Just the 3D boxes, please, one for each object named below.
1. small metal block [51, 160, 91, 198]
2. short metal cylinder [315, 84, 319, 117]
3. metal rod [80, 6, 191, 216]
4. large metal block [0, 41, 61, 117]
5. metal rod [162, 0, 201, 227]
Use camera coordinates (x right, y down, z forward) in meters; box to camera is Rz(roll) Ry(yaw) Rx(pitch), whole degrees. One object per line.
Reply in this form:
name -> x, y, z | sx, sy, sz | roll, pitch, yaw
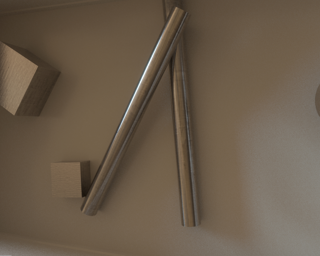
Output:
small metal block -> -0.131, 0.074, 0.455 | 0.050, 0.025, 0.050 | -4, 89, 19
short metal cylinder -> 0.210, -0.032, 0.324 | 0.080, 0.050, 0.079 | 0, 90, 19
metal rod -> -0.038, -0.011, 0.407 | 0.025, 0.025, 0.298 | 31, 106, 17
large metal block -> -0.212, -0.073, 0.470 | 0.080, 0.050, 0.080 | 33, 100, 16
metal rod -> 0.027, -0.026, 0.400 | 0.025, 0.025, 0.298 | -5, 88, 19
